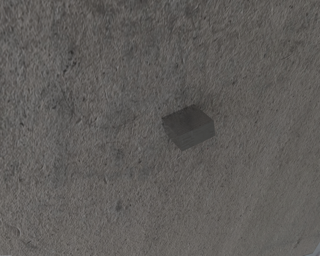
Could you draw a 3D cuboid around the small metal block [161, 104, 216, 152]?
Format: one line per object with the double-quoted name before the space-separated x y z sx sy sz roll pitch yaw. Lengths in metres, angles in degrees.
"small metal block" 0.037 -0.002 0.409 0.050 0.050 0.025 -24 127 -14
